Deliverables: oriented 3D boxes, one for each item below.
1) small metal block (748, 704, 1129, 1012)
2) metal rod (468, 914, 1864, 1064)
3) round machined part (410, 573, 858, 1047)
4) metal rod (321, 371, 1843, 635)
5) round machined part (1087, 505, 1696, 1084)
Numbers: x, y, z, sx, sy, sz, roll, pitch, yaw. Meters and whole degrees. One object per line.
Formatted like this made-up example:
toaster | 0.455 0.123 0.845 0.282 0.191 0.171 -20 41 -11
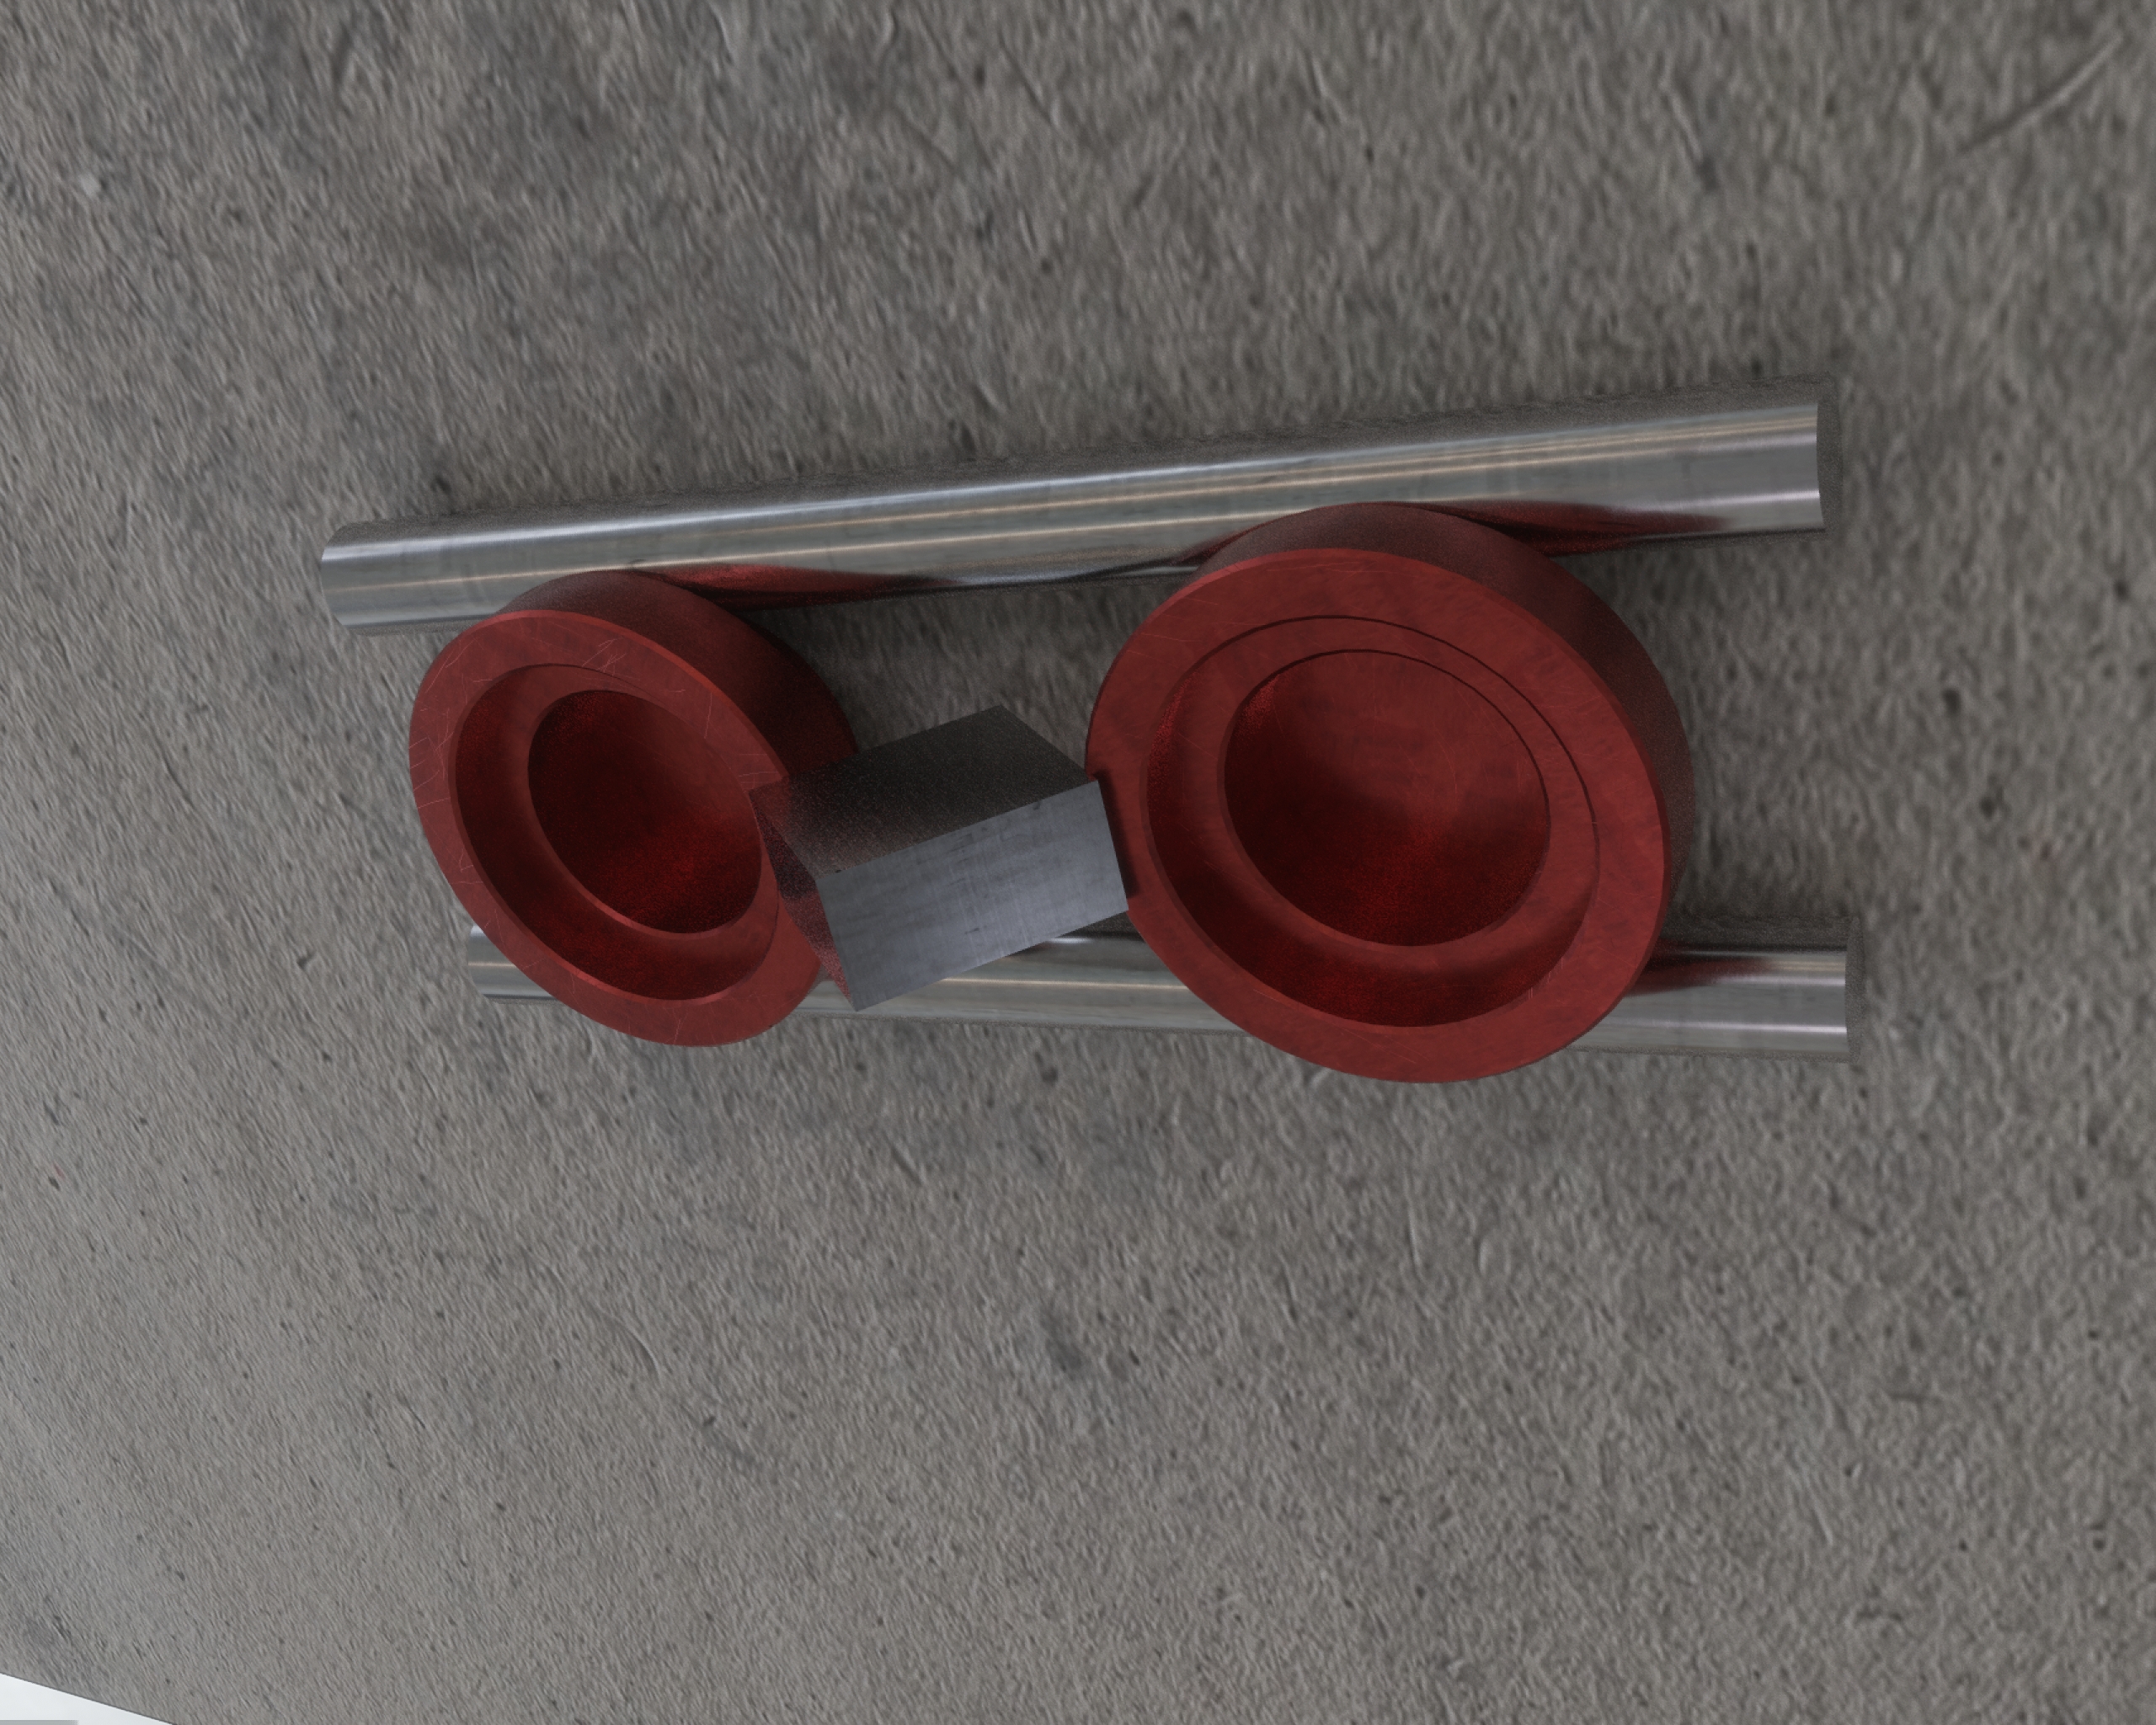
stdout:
small metal block | -0.026 -0.002 0.370 0.050 0.050 0.025 -138 31 -61
metal rod | -0.002 0.021 0.422 0.300 0.025 0.025 0 119 28
round machined part | -0.083 -0.014 0.427 0.098 0.042 0.097 13 124 21
metal rod | -0.021 -0.061 0.381 0.300 0.025 0.025 0 119 28
round machined part | 0.054 -0.014 0.353 0.098 0.042 0.097 13 124 21
